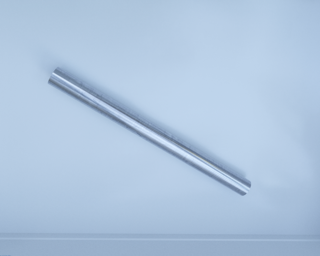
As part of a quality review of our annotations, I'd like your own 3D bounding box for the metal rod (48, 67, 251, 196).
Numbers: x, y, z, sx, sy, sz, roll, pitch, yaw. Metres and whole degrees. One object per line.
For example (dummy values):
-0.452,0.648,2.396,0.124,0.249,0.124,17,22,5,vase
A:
-0.005,0.010,0.413,0.301,0.025,0.025,31,107,-11,metal rod
